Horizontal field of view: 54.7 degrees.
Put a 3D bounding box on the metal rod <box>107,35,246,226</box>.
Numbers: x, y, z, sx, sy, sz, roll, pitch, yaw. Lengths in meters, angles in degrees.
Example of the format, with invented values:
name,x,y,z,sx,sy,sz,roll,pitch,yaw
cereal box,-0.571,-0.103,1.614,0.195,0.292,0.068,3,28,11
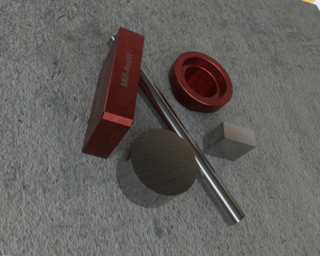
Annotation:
name,x,y,z,sx,sy,sz,roll,pitch,yaw
metal rod,0.016,-0.005,0.420,0.025,0.025,0.299,-25,75,-37

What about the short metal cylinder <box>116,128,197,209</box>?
name,x,y,z,sx,sy,sz,roll,pitch,yaw
short metal cylinder,-0.005,0.047,0.359,0.081,0.050,0.080,14,56,-21

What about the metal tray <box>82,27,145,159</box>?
name,x,y,z,sx,sy,sz,roll,pitch,yaw
metal tray,-0.054,-0.041,0.360,0.030,0.090,0.130,17,55,-19

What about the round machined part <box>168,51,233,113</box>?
name,x,y,z,sx,sy,sz,roll,pitch,yaw
round machined part,0.056,-0.064,0.465,0.099,0.042,0.098,14,56,-21

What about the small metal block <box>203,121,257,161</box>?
name,x,y,z,sx,sy,sz,roll,pitch,yaw
small metal block,0.095,0.020,0.427,0.050,0.050,0.025,15,56,-20
